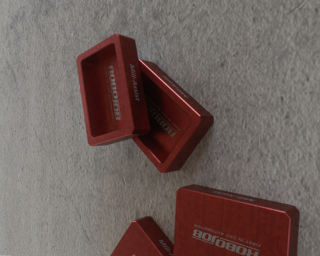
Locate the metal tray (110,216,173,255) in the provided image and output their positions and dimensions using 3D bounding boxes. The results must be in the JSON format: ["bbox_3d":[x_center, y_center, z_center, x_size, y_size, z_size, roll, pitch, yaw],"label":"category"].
[{"bbox_3d":[-0.006,0.194,0.405,0.130,0.030,0.089,44,116,30],"label":"metal tray"}]

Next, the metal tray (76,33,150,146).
[{"bbox_3d":[-0.065,-0.047,0.413,0.090,0.030,0.129,-16,80,38],"label":"metal tray"}]

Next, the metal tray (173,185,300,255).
[{"bbox_3d":[0.077,0.118,0.337,0.130,0.030,0.089,5,93,39],"label":"metal tray"}]

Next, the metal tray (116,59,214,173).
[{"bbox_3d":[-0.004,-0.017,0.402,0.130,0.030,0.089,47,117,29],"label":"metal tray"}]
